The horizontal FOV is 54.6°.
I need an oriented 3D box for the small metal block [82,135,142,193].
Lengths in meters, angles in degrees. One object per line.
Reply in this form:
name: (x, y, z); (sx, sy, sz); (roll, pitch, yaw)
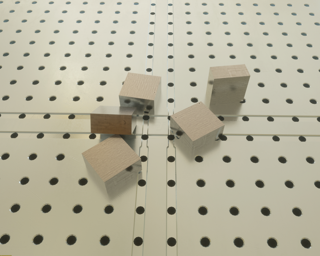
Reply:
small metal block: (-0.057, 0.041, 0.373); (0.050, 0.025, 0.050); (-32, 57, -24)

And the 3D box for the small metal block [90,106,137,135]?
small metal block: (-0.058, -0.011, 0.401); (0.050, 0.025, 0.050); (2, 15, 2)

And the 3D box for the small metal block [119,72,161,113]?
small metal block: (-0.028, -0.052, 0.452); (0.050, 0.025, 0.050); (9, 51, 7)

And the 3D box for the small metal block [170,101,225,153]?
small metal block: (0.048, -0.002, 0.410); (0.050, 0.025, 0.050); (-26, 55, -20)

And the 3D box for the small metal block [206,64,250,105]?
small metal block: (0.096, -0.062, 0.444); (0.050, 0.050, 0.025); (-6, 50, -5)
